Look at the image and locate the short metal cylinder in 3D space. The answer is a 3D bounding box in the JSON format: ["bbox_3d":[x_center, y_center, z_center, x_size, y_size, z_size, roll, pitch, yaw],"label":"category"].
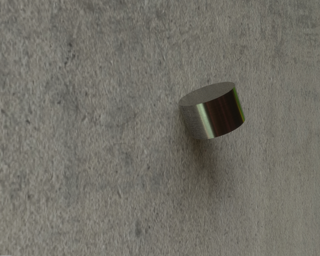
[{"bbox_3d":[0.072,-0.025,0.432,0.081,0.080,0.050,-35,112,-35],"label":"short metal cylinder"}]
